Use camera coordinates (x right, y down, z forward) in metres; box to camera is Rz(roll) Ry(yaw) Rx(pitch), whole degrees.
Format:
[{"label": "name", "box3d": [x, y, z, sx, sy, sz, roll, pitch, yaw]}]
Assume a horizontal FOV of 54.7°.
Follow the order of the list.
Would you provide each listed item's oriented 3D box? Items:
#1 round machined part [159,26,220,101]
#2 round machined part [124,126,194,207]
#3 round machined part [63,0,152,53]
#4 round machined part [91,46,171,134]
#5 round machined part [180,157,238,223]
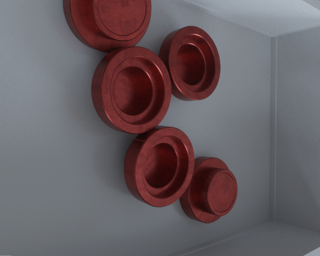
[{"label": "round machined part", "box3d": [0.035, -0.086, 0.425, 0.099, 0.042, 0.097, 0, 90, -40]}, {"label": "round machined part", "box3d": [-0.005, 0.045, 0.387, 0.099, 0.042, 0.097, -6, 99, -41]}, {"label": "round machined part", "box3d": [-0.049, -0.131, 0.336, 0.099, 0.042, 0.097, -15, 116, -32]}, {"label": "round machined part", "box3d": [-0.036, -0.043, 0.361, 0.099, 0.042, 0.097, -6, 100, -41]}, {"label": "round machined part", "box3d": [0.078, 0.093, 0.461, 0.099, 0.042, 0.097, 0, 90, -40]}]
